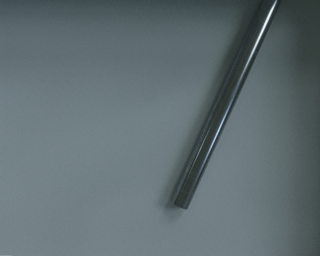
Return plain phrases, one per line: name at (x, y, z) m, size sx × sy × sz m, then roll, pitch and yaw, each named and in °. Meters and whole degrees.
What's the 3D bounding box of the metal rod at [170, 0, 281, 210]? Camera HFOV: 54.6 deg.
metal rod at (0.087, -0.034, 0.411) m, size 0.025 × 0.025 × 0.299 m, roll 24°, pitch 90°, yaw 0°
